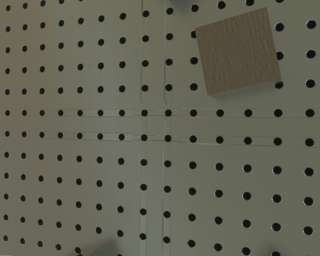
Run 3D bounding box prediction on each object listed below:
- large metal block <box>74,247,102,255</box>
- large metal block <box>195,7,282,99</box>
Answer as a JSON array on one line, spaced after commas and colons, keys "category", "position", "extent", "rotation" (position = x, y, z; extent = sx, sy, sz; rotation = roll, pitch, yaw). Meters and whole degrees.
[{"category": "large metal block", "position": [-0.118, 0.228, 0.439], "extent": [0.080, 0.050, 0.080], "rotation": [-24, 82, 18]}, {"category": "large metal block", "position": [0.093, -0.084, 0.366], "extent": [0.080, 0.050, 0.080], "rotation": [-11, 86, 19]}]
